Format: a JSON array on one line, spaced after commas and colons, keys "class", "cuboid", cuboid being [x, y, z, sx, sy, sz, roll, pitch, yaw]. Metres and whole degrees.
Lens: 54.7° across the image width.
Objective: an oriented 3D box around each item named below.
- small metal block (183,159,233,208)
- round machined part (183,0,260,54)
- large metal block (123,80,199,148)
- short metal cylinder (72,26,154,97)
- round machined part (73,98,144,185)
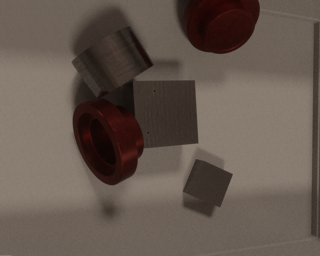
[{"class": "small metal block", "cuboid": [0.068, 0.078, 0.437, 0.050, 0.025, 0.050, 26, 81, -19]}, {"class": "round machined part", "cuboid": [0.083, -0.135, 0.401, 0.099, 0.097, 0.042, -2, 54, -20]}, {"class": "large metal block", "cuboid": [0.000, -0.018, 0.398, 0.081, 0.050, 0.079, -4, 92, -20]}, {"class": "short metal cylinder", "cuboid": [-0.054, -0.075, 0.362, 0.080, 0.080, 0.050, -35, 102, -17]}, {"class": "round machined part", "cuboid": [-0.056, 0.012, 0.355, 0.042, 0.098, 0.097, -24, 99, -37]}]
